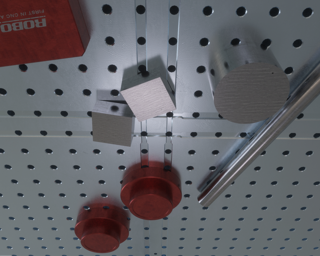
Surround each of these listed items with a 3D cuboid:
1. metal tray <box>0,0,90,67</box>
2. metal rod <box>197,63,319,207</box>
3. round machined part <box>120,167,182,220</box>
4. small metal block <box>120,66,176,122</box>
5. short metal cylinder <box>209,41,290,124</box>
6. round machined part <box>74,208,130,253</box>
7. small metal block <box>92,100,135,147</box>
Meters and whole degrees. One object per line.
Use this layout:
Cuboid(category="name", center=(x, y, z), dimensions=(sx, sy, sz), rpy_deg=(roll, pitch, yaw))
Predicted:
Cuboid(category="metal tray", center=(-0.148, -0.111, 0.312), dimensions=(0.131, 0.030, 0.090), rpy_deg=(-6, 130, 5))
Cuboid(category="metal rod", center=(0.139, 0.018, 0.427), dimensions=(0.025, 0.025, 0.298), rpy_deg=(20, 127, -17))
Cuboid(category="round machined part", center=(-0.014, 0.111, 0.495), dimensions=(0.099, 0.042, 0.097), rpy_deg=(0, 130, 0))
Cuboid(category="small metal block", center=(-0.013, -0.040, 0.377), dimensions=(0.050, 0.025, 0.050), rpy_deg=(-18, 128, 14))
Cuboid(category="short metal cylinder", center=(0.098, -0.051, 0.352), dimensions=(0.081, 0.050, 0.079), rpy_deg=(0, 130, 0))
Cuboid(category="round machined part", center=(-0.106, 0.191, 0.562), dimensions=(0.099, 0.042, 0.097), rpy_deg=(0, 130, 0))
Cuboid(category="small metal block", center=(-0.060, -0.005, 0.403), dimensions=(0.050, 0.025, 0.050), rpy_deg=(9, 130, 1))
